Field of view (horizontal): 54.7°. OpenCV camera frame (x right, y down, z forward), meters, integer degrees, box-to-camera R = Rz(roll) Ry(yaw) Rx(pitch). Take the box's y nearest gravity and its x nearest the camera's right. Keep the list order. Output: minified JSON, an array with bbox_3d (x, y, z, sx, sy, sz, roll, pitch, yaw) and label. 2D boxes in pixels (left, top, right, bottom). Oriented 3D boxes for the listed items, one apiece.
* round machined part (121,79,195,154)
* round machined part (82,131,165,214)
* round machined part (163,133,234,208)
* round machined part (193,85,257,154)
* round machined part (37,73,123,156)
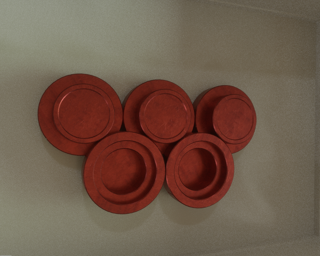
[{"bbox_3d":[0.001,-0.014,0.399,0.099,0.042,0.097,0,89,-20],"label":"round machined part"},{"bbox_3d":[-0.046,0.052,0.382,0.099,0.042,0.097,0,90,-20],"label":"round machined part"},{"bbox_3d":[0.046,0.054,0.417,0.099,0.042,0.097,0,90,-20],"label":"round machined part"},{"bbox_3d":[0.094,-0.012,0.433,0.099,0.042,0.097,0,89,-20],"label":"round machined part"},{"bbox_3d":[-0.091,-0.016,0.365,0.099,0.042,0.097,0,89,-21],"label":"round machined part"}]
